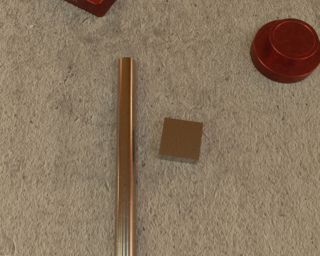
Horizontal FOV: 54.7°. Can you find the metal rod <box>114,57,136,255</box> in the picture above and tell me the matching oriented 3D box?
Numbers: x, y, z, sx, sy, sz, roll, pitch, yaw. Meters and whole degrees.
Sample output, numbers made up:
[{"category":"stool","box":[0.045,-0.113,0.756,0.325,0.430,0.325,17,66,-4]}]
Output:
[{"category":"metal rod","box":[-0.043,0.046,0.390,0.025,0.025,0.299,-1,70,-1]}]

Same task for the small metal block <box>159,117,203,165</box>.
[{"category":"small metal block","box":[0.027,0.017,0.402,0.050,0.025,0.050,8,70,2]}]

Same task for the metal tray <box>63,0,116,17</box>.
[{"category":"metal tray","box":[-0.125,-0.242,0.492,0.130,0.030,0.090,28,72,9]}]

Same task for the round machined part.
[{"category":"round machined part","box":[0.184,-0.117,0.444,0.099,0.042,0.098,0,70,-1]}]
